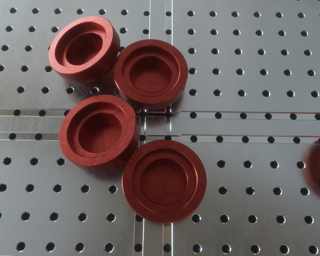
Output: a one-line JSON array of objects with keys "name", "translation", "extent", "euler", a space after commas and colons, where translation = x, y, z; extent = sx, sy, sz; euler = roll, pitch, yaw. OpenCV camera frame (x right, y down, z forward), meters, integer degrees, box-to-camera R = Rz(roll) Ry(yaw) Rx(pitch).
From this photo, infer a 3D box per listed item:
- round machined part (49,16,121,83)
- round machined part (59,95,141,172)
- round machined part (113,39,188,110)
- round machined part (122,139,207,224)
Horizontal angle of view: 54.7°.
[{"name": "round machined part", "translation": [-0.099, -0.103, 0.429], "extent": [0.098, 0.042, 0.098], "euler": [-8, 62, 16]}, {"name": "round machined part", "translation": [-0.072, 0.010, 0.390], "extent": [0.098, 0.042, 0.098], "euler": [-5, 61, 10]}, {"name": "round machined part", "translation": [-0.012, -0.069, 0.427], "extent": [0.099, 0.042, 0.098], "euler": [1, 71, -2]}, {"name": "round machined part", "translation": [0.005, 0.066, 0.379], "extent": [0.099, 0.042, 0.098], "euler": [0, 70, -1]}]
